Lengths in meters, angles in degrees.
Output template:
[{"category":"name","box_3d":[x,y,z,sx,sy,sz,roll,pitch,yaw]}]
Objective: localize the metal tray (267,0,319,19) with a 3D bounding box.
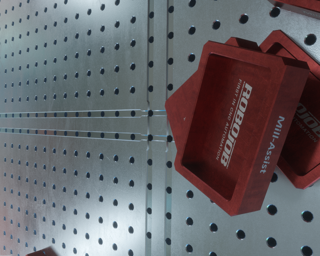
[{"category":"metal tray","box_3d":[0.168,-0.138,0.267,0.130,0.030,0.089,35,112,34]}]

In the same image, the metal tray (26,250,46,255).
[{"category":"metal tray","box_3d":[-0.219,0.310,0.589,0.130,0.030,0.089,28,107,36]}]

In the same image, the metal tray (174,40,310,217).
[{"category":"metal tray","box_3d":[0.062,-0.003,0.270,0.090,0.030,0.129,35,117,51]}]

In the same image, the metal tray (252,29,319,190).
[{"category":"metal tray","box_3d":[0.128,-0.019,0.300,0.090,0.030,0.130,-50,61,28]}]

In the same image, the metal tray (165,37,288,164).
[{"category":"metal tray","box_3d":[0.060,-0.020,0.329,0.129,0.030,0.090,-41,56,48]}]
